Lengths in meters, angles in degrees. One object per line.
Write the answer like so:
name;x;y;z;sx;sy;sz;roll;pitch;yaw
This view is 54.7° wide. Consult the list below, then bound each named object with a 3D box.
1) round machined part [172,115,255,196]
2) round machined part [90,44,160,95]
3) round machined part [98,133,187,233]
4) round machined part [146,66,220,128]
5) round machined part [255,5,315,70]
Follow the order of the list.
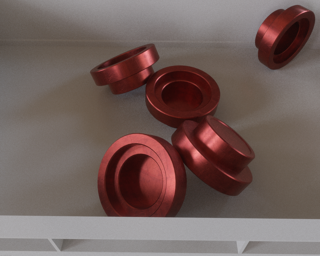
round machined part;0.064;0.023;0.340;0.098;0.042;0.098;33;21;-14
round machined part;-0.045;-0.081;0.442;0.098;0.042;0.098;-20;21;9
round machined part;-0.015;0.056;0.325;0.098;0.042;0.097;-5;80;32
round machined part;0.029;-0.037;0.423;0.099;0.042;0.098;2;52;-2
round machined part;0.187;-0.143;0.479;0.099;0.097;0.042;-29;56;-22
